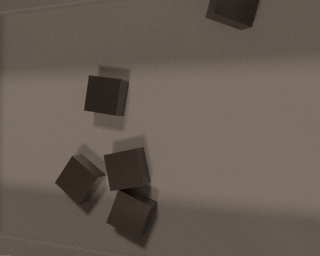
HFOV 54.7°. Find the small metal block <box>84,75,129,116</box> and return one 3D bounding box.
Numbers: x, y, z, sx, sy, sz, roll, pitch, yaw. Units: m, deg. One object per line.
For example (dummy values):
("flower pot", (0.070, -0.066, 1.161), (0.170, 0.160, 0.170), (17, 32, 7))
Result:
("small metal block", (-0.075, -0.045, 0.436), (0.050, 0.025, 0.050), (10, 93, 19))

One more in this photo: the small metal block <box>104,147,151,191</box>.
("small metal block", (-0.045, 0.056, 0.425), (0.050, 0.025, 0.050), (-13, 86, 19))

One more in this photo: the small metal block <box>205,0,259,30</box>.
("small metal block", (0.088, -0.150, 0.366), (0.050, 0.025, 0.050), (13, 96, -17))

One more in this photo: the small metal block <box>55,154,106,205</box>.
("small metal block", (-0.115, 0.074, 0.450), (0.050, 0.025, 0.050), (38, 102, 15))

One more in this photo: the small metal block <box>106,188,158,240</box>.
("small metal block", (-0.038, 0.115, 0.423), (0.050, 0.025, 0.050), (23, 98, 18))
